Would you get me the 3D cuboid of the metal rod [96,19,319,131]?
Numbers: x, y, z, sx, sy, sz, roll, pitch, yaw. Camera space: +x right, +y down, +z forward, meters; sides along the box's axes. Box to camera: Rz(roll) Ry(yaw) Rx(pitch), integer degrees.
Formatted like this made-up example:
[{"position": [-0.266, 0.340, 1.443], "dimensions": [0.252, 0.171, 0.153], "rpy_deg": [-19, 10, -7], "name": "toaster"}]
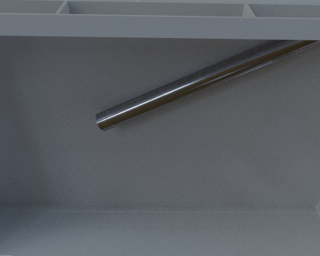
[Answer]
[{"position": [0.059, -0.059, 0.359], "dimensions": [0.300, 0.025, 0.025], "rpy_deg": [-21, 127, 16], "name": "metal rod"}]
